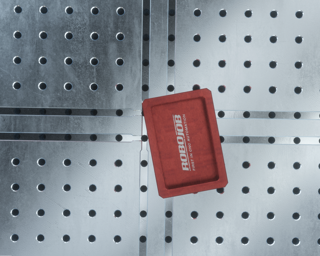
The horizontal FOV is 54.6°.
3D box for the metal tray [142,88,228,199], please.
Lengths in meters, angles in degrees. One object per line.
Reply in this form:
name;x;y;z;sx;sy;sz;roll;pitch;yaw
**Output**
metal tray;0.032;0.019;0.410;0.090;0.030;0.129;-10;90;0
